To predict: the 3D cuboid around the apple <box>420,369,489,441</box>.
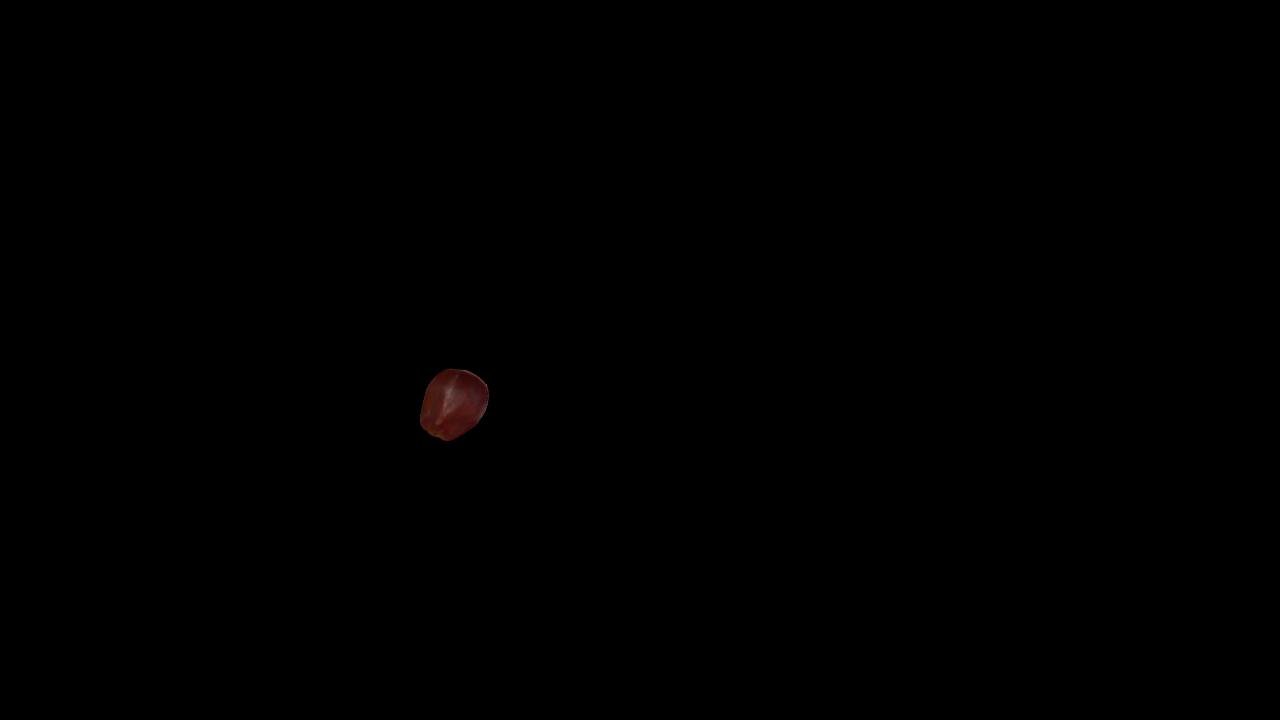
[{"bbox_3d":[-0.232,0.055,0.773,0.079,0.093,0.079,19,-24,9],"label":"apple"}]
